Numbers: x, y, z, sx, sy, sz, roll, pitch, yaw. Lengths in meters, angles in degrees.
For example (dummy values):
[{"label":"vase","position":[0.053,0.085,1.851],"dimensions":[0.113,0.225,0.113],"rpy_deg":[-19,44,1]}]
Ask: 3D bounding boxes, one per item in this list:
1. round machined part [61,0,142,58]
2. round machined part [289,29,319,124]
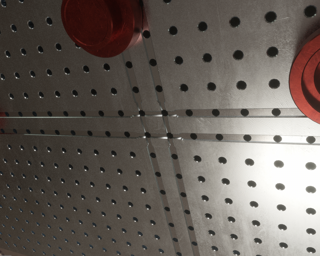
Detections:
[{"label":"round machined part","position":[-0.074,-0.129,0.358],"dimensions":[0.098,0.042,0.097],"rpy_deg":[13,124,20]},{"label":"round machined part","position":[0.171,-0.050,0.279],"dimensions":[0.098,0.042,0.097],"rpy_deg":[13,124,20]}]
